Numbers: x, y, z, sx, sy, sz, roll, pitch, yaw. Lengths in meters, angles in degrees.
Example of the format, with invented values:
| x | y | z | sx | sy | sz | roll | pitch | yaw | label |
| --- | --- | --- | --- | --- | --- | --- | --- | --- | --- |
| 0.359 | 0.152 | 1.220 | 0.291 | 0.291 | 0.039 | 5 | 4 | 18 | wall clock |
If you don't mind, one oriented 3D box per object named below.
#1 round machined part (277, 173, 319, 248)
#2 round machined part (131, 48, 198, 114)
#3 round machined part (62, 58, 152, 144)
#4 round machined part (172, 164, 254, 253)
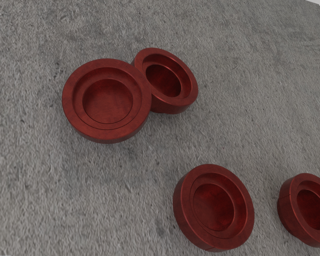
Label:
| x | y | z | sx | sy | sz | roll | pitch | yaw | label |
| --- | --- | --- | --- | --- | --- | --- | --- | --- | --- |
| 0.204 | 0.116 | 0.432 | 0.099 | 0.042 | 0.098 | 14 | 56 | -21 | round machined part |
| 0.000 | -0.059 | 0.424 | 0.099 | 0.042 | 0.098 | 19 | 49 | -24 | round machined part |
| -0.060 | -0.028 | 0.363 | 0.099 | 0.042 | 0.098 | 2 | 73 | -6 | round machined part |
| 0.058 | 0.095 | 0.366 | 0.099 | 0.042 | 0.098 | 14 | 56 | -21 | round machined part |
